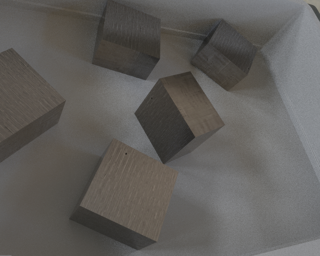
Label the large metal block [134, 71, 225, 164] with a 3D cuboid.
[{"bbox_3d":[0.021,-0.012,0.390,0.050,0.080,0.080,-20,73,-36],"label":"large metal block"}]

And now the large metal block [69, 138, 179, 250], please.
[{"bbox_3d":[-0.036,0.071,0.328,0.080,0.050,0.080,29,52,-10],"label":"large metal block"}]

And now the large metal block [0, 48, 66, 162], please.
[{"bbox_3d":[-0.160,-0.024,0.318,0.080,0.050,0.080,44,51,2],"label":"large metal block"}]

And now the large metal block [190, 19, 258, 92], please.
[{"bbox_3d":[0.110,-0.123,0.523,0.080,0.050,0.080,37,51,-9],"label":"large metal block"}]

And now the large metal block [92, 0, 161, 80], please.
[{"bbox_3d":[-0.046,-0.125,0.442,0.081,0.050,0.080,14,56,-21],"label":"large metal block"}]
